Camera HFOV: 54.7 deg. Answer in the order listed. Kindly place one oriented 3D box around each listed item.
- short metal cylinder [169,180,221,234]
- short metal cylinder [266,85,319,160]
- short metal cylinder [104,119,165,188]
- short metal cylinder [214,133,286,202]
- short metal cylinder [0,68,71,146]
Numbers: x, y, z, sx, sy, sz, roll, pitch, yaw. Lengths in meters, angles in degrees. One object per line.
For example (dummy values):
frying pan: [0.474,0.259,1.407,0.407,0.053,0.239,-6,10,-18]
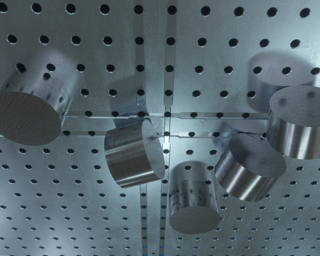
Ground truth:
short metal cylinder: [0.055,0.131,0.507,0.081,0.050,0.079,-1,130,0]
short metal cylinder: [0.172,-0.008,0.371,0.080,0.080,0.050,-6,130,5]
short metal cylinder: [-0.031,0.034,0.404,0.050,0.080,0.080,-17,128,13]
short metal cylinder: [0.122,0.053,0.422,0.081,0.080,0.050,12,129,-11]
short metal cylinder: [-0.154,-0.024,0.372,0.081,0.050,0.079,0,130,0]
